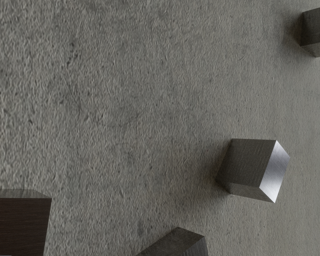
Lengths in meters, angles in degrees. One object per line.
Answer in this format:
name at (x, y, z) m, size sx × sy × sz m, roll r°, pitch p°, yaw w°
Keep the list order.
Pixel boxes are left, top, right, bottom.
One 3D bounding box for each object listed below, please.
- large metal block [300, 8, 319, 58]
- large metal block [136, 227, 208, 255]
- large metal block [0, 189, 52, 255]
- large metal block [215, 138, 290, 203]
large metal block at (0.359, -0.211, 0.688) m, size 0.081 × 0.050 × 0.080 m, roll 12°, pitch 82°, yaw -39°
large metal block at (0.021, 0.191, 0.406) m, size 0.081 × 0.050 × 0.080 m, roll -21°, pitch 103°, yaw -38°
large metal block at (-0.148, 0.096, 0.265) m, size 0.081 × 0.050 × 0.080 m, roll 12°, pitch 83°, yaw -39°
large metal block at (0.147, 0.065, 0.492) m, size 0.050 × 0.080 × 0.080 m, roll 42°, pitch 64°, yaw -32°
